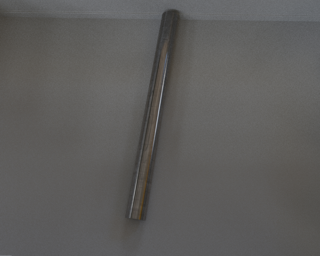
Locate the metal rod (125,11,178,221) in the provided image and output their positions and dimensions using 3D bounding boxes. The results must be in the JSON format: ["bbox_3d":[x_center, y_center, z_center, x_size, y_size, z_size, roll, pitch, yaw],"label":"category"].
[{"bbox_3d":[-0.007,-0.030,0.420,0.025,0.025,0.299,8,70,3],"label":"metal rod"}]
